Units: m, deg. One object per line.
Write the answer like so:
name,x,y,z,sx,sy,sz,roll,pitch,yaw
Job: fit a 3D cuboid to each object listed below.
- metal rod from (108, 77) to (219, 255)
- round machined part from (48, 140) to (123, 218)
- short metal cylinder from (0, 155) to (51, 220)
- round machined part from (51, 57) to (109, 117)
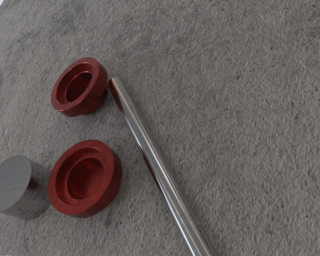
metal rod,-0.010,0.032,0.389,0.025,0.025,0.300,-34,51,5
round machined part,-0.090,0.067,0.399,0.098,0.042,0.098,-13,56,21
short metal cylinder,-0.195,0.085,0.438,0.080,0.050,0.080,-13,56,21
round machined part,-0.120,-0.059,0.488,0.098,0.042,0.098,-18,54,26
